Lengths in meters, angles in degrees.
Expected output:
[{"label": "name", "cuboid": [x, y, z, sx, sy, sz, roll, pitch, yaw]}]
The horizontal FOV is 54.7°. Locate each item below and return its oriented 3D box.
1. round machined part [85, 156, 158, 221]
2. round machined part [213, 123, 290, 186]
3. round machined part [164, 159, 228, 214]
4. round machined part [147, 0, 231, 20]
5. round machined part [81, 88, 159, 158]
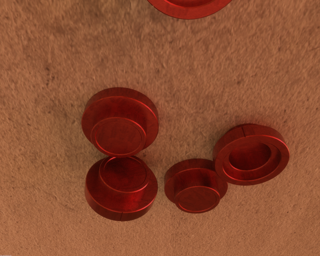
[{"label": "round machined part", "cuboid": [-0.050, 0.073, 0.420, 0.099, 0.098, 0.042, 10, 129, -9]}, {"label": "round machined part", "cuboid": [0.121, 0.032, 0.425, 0.099, 0.042, 0.097, -1, 130, 0]}, {"label": "round machined part", "cuboid": [0.056, 0.096, 0.479, 0.099, 0.042, 0.097, -1, 130, 0]}, {"label": "round machined part", "cuboid": [0.026, -0.150, 0.269, 0.099, 0.042, 0.097, -1, 130, 0]}, {"label": "round machined part", "cuboid": [-0.051, 0.000, 0.396, 0.099, 0.042, 0.097, -1, 130, 0]}]
